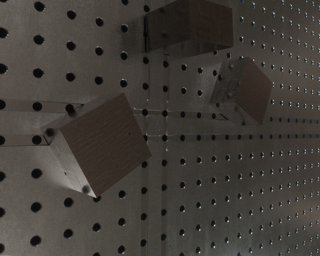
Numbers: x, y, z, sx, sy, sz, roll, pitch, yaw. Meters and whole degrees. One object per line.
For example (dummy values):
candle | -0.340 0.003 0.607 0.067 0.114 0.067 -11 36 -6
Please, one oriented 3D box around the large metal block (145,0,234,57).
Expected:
large metal block | 0.038 -0.128 0.407 0.081 0.080 0.050 -5 93 -40

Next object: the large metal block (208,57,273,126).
large metal block | 0.135 -0.057 0.509 0.080 0.050 0.080 33 70 -36

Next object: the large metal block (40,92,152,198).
large metal block | -0.067 0.016 0.338 0.081 0.050 0.080 -36 112 -35
